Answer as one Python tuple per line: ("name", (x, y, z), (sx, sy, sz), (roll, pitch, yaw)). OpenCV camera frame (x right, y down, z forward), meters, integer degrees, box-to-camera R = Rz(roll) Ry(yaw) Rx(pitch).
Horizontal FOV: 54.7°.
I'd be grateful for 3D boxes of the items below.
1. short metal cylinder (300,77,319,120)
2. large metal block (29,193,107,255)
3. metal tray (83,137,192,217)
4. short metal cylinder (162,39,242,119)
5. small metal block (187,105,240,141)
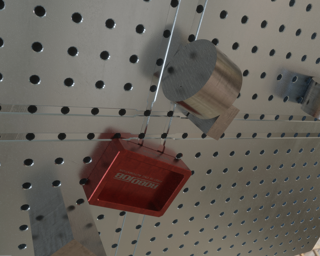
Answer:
("short metal cylinder", (0.276, -0.044, 0.499), (0.081, 0.080, 0.050), (-1, 119, -28))
("large metal block", (-0.118, 0.146, 0.402), (0.050, 0.080, 0.080), (-36, 129, -5))
("metal tray", (-0.029, 0.074, 0.438), (0.131, 0.030, 0.090), (23, 106, -37))
("short metal cylinder", (0.049, -0.057, 0.367), (0.050, 0.080, 0.080), (29, 102, -38))
("small metal block", (0.072, -0.019, 0.422), (0.025, 0.050, 0.050), (25, 105, -37))
